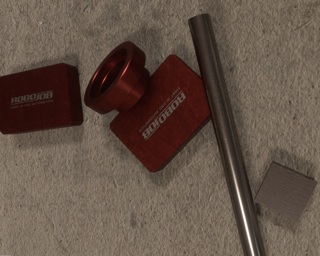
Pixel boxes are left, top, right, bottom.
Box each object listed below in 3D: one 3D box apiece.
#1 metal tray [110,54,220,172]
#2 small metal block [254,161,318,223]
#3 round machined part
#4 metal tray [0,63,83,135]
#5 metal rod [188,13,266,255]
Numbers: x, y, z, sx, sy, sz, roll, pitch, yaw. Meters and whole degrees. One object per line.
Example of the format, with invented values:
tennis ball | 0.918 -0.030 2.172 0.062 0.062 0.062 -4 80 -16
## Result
metal tray | 0.008 -0.018 0.403 0.090 0.030 0.130 46 104 14
small metal block | 0.144 0.072 0.358 0.050 0.025 0.050 25 98 18
round machined part | -0.051 -0.059 0.399 0.098 0.042 0.098 -34 37 31
metal tray | -0.184 -0.041 0.470 0.130 0.030 0.089 -7 88 19
metal rod | 0.080 0.021 0.356 0.025 0.025 0.298 -13 95 19
